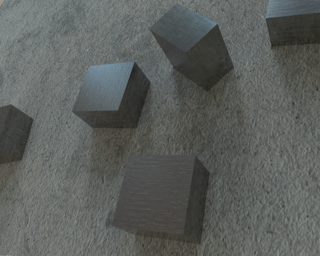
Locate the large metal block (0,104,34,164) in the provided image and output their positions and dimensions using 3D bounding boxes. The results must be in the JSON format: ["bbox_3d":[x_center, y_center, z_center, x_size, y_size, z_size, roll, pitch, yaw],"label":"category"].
[{"bbox_3d":[-0.272,0.014,0.523,0.080,0.050,0.080,-11,57,22],"label":"large metal block"}]

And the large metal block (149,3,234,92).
[{"bbox_3d":[0.043,-0.106,0.411,0.050,0.080,0.080,-44,51,-2],"label":"large metal block"}]

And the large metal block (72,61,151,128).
[{"bbox_3d":[-0.069,-0.047,0.453,0.080,0.050,0.080,1,62,28],"label":"large metal block"}]

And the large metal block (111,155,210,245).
[{"bbox_3d":[0.004,0.076,0.339,0.080,0.050,0.080,-2,61,27],"label":"large metal block"}]

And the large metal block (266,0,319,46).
[{"bbox_3d":[0.183,-0.152,0.385,0.080,0.050,0.080,4,64,30],"label":"large metal block"}]
